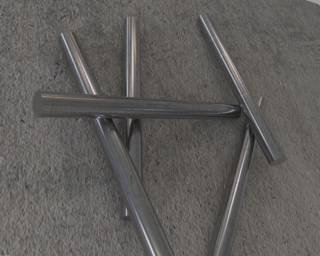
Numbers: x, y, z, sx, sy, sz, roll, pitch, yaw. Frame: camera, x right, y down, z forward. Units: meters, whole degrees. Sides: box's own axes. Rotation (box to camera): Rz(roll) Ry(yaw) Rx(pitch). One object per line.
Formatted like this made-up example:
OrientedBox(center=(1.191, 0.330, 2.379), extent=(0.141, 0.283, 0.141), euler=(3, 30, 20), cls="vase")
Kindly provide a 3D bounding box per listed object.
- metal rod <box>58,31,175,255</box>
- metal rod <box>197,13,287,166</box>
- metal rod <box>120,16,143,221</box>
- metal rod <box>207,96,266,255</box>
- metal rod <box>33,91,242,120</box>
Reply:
OrientedBox(center=(-0.060, 0.002, 0.349), extent=(0.025, 0.025, 0.299), euler=(-11, 61, -33), cls="metal rod")
OrientedBox(center=(0.120, -0.077, 0.494), extent=(0.025, 0.025, 0.299), euler=(0, 55, -28), cls="metal rod")
OrientedBox(center=(-0.036, -0.033, 0.404), extent=(0.025, 0.025, 0.299), euler=(11, 57, -23), cls="metal rod")
OrientedBox(center=(0.110, 0.061, 0.425), extent=(0.025, 0.025, 0.301), euler=(33, 51, -7), cls="metal rod")
OrientedBox(center=(0.002, -0.023, 0.384), extent=(0.302, 0.025, 0.025), euler=(-1, 62, -41), cls="metal rod")
